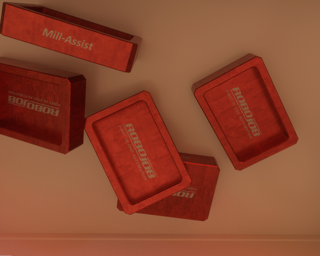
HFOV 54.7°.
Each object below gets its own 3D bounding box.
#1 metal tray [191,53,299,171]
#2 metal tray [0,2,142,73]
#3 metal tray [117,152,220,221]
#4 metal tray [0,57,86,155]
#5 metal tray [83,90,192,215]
[{"bbox_3d":[0.110,-0.018,0.403,0.090,0.030,0.130,-29,108,9],"label":"metal tray"},{"bbox_3d":[-0.088,-0.100,0.338,0.131,0.090,0.030,16,109,-6],"label":"metal tray"},{"bbox_3d":[0.010,0.079,0.438,0.131,0.030,0.089,8,110,-4],"label":"metal tray"},{"bbox_3d":[-0.154,-0.029,0.370,0.130,0.030,0.089,14,111,17],"label":"metal tray"},{"bbox_3d":[-0.028,0.030,0.389,0.090,0.030,0.129,-26,90,-2],"label":"metal tray"}]
